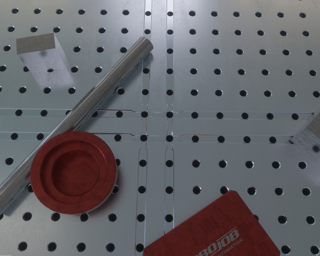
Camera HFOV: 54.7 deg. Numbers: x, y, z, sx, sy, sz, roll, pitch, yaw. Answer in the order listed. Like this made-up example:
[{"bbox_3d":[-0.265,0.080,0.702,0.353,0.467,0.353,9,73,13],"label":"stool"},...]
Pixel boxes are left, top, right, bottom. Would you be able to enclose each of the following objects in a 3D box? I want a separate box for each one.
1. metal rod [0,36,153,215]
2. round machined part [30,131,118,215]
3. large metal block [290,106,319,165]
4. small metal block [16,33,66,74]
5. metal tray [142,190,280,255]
[{"bbox_3d":[-0.111,-0.014,0.415,0.025,0.025,0.300,36,74,12],"label":"metal rod"},{"bbox_3d":[-0.102,0.056,0.379,0.099,0.042,0.098,1,72,-3],"label":"round machined part"},{"bbox_3d":[0.233,0.008,0.397,0.080,0.050,0.080,43,75,14],"label":"large metal block"},{"bbox_3d":[-0.165,-0.104,0.435,0.050,0.050,0.025,-11,71,-4],"label":"small metal block"},{"bbox_3d":[0.057,0.144,0.357,0.131,0.030,0.090,-31,73,-11],"label":"metal tray"}]
